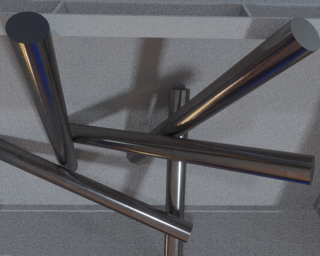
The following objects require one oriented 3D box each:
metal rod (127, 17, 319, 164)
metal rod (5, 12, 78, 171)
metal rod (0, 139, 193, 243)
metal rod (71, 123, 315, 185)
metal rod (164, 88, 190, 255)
[{"bbox_3d":[0.027,-0.010,0.319,0.025,0.025,0.299,22,153,-18],"label":"metal rod"},{"bbox_3d":[-0.107,-0.003,0.323,0.025,0.025,0.299,8,155,-8],"label":"metal rod"},{"bbox_3d":[-0.102,0.076,0.405,0.301,0.025,0.025,22,130,7],"label":"metal rod"},{"bbox_3d":[-0.001,0.020,0.334,0.300,0.025,0.025,7,137,32],"label":"metal rod"},{"bbox_3d":[0.020,0.097,0.409,0.025,0.025,0.298,1,104,-2],"label":"metal rod"}]
